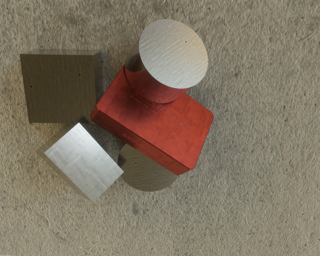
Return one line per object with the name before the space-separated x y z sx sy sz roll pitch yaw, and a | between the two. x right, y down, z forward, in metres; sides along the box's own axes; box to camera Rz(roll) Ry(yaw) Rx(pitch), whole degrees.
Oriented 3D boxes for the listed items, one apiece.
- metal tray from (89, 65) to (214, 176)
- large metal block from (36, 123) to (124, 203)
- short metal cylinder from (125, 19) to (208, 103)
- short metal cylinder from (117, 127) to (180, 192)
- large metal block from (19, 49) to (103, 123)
metal tray | -0.005 -0.014 0.372 0.130 0.090 0.030 34 146 -12
large metal block | -0.103 0.042 0.389 0.050 0.080 0.080 -46 108 -22
short metal cylinder | 0.006 -0.073 0.350 0.081 0.050 0.080 6 74 -22
short metal cylinder | -0.013 0.037 0.412 0.081 0.050 0.079 0 110 0
large metal block | -0.114 -0.052 0.375 0.081 0.050 0.079 1 110 -1
